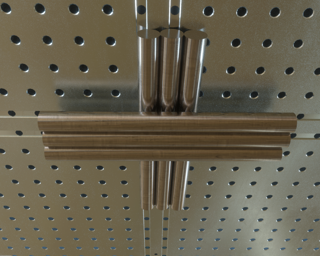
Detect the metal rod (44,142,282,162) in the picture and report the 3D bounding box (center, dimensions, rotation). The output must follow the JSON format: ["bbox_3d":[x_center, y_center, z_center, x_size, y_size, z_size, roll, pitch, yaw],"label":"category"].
[{"bbox_3d":[0.005,0.031,0.405,0.302,0.025,0.025,0,130,-1],"label":"metal rod"}]

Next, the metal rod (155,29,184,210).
[{"bbox_3d":[0.008,0.014,0.423,0.025,0.025,0.298,1,130,-1],"label":"metal rod"}]

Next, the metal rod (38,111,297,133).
[{"bbox_3d":[0.009,-0.007,0.372,0.302,0.025,0.025,0,130,-1],"label":"metal rod"}]

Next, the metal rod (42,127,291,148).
[{"bbox_3d":[0.009,0.012,0.389,0.302,0.025,0.025,0,130,-1],"label":"metal rod"}]

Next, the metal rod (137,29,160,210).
[{"bbox_3d":[-0.017,0.014,0.423,0.025,0.025,0.298,1,130,-1],"label":"metal rod"}]

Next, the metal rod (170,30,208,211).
[{"bbox_3d":[0.033,0.015,0.424,0.025,0.025,0.298,1,130,-1],"label":"metal rod"}]
